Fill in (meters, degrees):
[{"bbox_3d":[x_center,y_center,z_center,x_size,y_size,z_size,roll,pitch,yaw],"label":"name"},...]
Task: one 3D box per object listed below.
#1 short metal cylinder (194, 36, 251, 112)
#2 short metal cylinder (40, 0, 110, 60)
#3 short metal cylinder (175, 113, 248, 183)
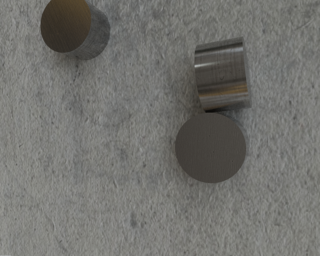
[{"bbox_3d":[0.074,-0.059,0.353,0.050,0.080,0.080,-6,88,19],"label":"short metal cylinder"},{"bbox_3d":[-0.118,-0.140,0.436,0.080,0.050,0.079,0,90,19],"label":"short metal cylinder"},{"bbox_3d":[0.064,0.022,0.372,0.080,0.050,0.079,1,92,19],"label":"short metal cylinder"}]
